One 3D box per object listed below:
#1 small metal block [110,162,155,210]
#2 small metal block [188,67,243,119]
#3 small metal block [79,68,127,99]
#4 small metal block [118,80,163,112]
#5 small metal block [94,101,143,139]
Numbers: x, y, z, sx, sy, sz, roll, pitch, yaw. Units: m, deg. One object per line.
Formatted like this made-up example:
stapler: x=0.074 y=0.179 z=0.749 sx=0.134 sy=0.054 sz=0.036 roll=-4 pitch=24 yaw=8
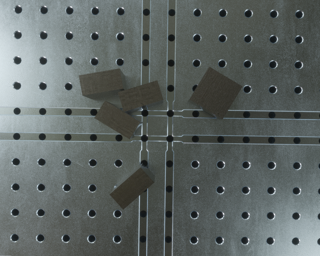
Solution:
small metal block: x=-0.034 y=0.073 z=0.401 sx=0.050 sy=0.050 sz=0.025 roll=-41 pitch=90 yaw=0
small metal block: x=0.073 y=-0.045 z=0.414 sx=0.050 sy=0.025 sz=0.050 roll=31 pitch=90 yaw=0
small metal block: x=-0.071 y=-0.056 z=0.400 sx=0.050 sy=0.050 sz=0.025 roll=-10 pitch=90 yaw=0
small metal block: x=-0.023 y=-0.039 z=0.401 sx=0.050 sy=0.050 sz=0.025 roll=-17 pitch=90 yaw=0
small metal block: x=-0.052 y=-0.010 z=0.401 sx=0.050 sy=0.050 sz=0.025 roll=31 pitch=90 yaw=0
